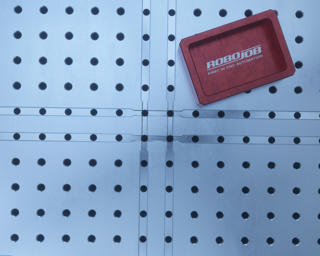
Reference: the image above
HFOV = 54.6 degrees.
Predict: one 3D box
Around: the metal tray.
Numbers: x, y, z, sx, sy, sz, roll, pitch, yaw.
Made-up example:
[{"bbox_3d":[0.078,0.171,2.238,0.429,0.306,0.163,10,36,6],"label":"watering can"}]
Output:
[{"bbox_3d":[0.099,-0.091,0.411,0.131,0.030,0.090,-19,90,0],"label":"metal tray"}]
